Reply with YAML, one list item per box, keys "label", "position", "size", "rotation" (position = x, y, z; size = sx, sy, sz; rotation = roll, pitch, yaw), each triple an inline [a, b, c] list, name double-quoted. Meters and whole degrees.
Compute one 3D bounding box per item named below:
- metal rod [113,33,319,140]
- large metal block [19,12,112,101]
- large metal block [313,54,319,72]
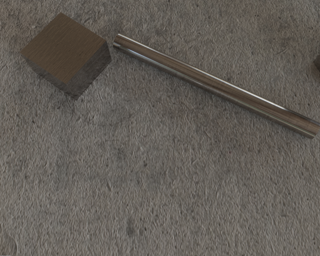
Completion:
- label: "metal rod"
  position: [0.071, -0.061, 0.431]
  size: [0.301, 0.025, 0.025]
  rotation: [26, 72, 9]
- label: "large metal block"
  position: [-0.127, -0.099, 0.430]
  size: [0.080, 0.050, 0.080]
  rotation: [34, 73, 11]
- label: "large metal block"
  position: [0.273, -0.103, 0.419]
  size: [0.080, 0.080, 0.050]
  rotation: [-20, 71, -7]
